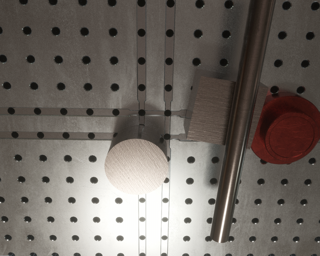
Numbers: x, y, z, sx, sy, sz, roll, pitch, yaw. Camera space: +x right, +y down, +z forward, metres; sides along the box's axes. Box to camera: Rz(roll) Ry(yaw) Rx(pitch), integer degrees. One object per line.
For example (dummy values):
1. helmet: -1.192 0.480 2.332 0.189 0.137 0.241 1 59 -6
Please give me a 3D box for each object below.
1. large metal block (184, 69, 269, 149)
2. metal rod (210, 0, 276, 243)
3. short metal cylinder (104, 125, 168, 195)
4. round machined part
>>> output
1. large metal block: 0.079 -0.025 0.392 0.081 0.050 0.079 9 110 -4
2. metal rod: 0.092 0.006 0.363 0.025 0.025 0.298 4 110 -2
3. short metal cylinder: -0.030 0.042 0.415 0.081 0.050 0.079 0 110 -1
4. round machined part: 0.166 0.005 0.409 0.099 0.042 0.097 0 110 -1
